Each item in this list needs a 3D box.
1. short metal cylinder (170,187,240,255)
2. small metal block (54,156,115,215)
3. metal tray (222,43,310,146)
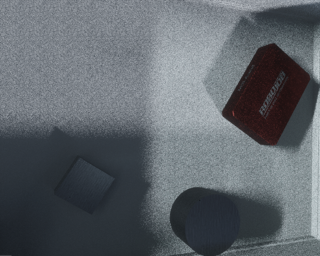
[{"bbox_3d":[0.060,0.125,0.421,0.081,0.050,0.079,0,90,-21],"label":"short metal cylinder"},{"bbox_3d":[-0.092,0.069,0.377,0.050,0.025,0.050,35,79,-17],"label":"small metal block"},{"bbox_3d":[0.163,-0.050,0.470,0.090,0.030,0.130,35,79,-17],"label":"metal tray"}]
